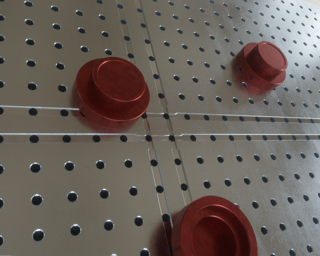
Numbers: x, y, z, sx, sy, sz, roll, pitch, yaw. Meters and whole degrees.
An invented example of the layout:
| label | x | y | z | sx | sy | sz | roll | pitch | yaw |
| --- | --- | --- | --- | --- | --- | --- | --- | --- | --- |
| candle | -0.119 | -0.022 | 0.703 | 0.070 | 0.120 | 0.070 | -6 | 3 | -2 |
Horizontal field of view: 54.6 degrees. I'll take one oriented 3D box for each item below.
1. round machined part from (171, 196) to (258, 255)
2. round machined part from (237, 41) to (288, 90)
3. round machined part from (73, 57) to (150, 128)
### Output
| label | x | y | z | sx | sy | sz | roll | pitch | yaw |
| --- | --- | --- | --- | --- | --- | --- | --- | --- | --- |
| round machined part | 0.056 | 0.130 | 0.348 | 0.099 | 0.042 | 0.098 | 13 | 56 | -21 |
| round machined part | 0.196 | -0.122 | 0.576 | 0.099 | 0.042 | 0.098 | 13 | 56 | -21 |
| round machined part | -0.058 | -0.052 | 0.397 | 0.099 | 0.042 | 0.098 | 14 | 56 | -21 |
